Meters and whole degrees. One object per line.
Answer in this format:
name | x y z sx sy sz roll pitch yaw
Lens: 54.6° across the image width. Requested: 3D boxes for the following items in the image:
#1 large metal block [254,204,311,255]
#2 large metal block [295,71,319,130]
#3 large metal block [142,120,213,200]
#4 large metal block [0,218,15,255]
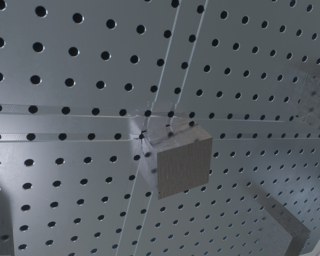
large metal block | 0.253 0.222 0.650 0.050 0.080 0.079 -5 121 -26
large metal block | 0.285 -0.051 0.518 0.081 0.050 0.079 -13 124 -22
large metal block | 0.023 0.043 0.433 0.081 0.050 0.080 -14 124 -21
large metal block | -0.217 0.153 0.351 0.080 0.080 0.050 -26 128 -12
